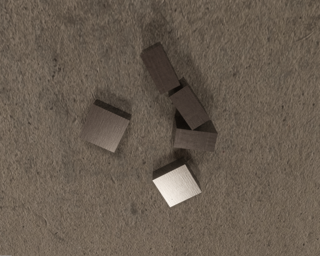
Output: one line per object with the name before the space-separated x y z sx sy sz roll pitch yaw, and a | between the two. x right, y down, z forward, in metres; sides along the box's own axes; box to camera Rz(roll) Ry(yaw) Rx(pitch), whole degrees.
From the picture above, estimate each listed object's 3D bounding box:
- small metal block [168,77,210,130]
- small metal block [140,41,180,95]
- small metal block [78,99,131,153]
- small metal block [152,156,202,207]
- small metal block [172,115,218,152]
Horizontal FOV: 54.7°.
small metal block | 0.035 -0.032 0.385 0.025 0.050 0.050 -33 107 11
small metal block | 0.000 -0.073 0.370 0.025 0.050 0.050 -26 108 9
small metal block | -0.072 -0.003 0.408 0.050 0.025 0.050 25 108 -9
small metal block | 0.024 0.076 0.438 0.050 0.025 0.050 -28 108 9
small metal block | 0.043 0.006 0.400 0.050 0.050 0.025 7 110 -3
